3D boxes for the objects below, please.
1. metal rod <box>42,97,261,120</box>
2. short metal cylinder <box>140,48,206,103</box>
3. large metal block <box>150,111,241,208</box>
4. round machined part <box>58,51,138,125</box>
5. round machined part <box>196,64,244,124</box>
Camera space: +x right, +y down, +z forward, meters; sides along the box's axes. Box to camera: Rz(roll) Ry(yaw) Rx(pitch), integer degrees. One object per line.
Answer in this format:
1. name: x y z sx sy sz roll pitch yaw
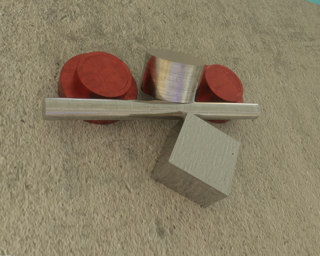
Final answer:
1. metal rod: 0.011 -0.023 0.398 0.303 0.025 0.025 -1 62 -29
2. short metal cylinder: 0.016 -0.072 0.418 0.081 0.050 0.080 11 23 -4
3. large metal block: 0.046 0.040 0.387 0.080 0.050 0.080 31 52 -9
4. round machined part: -0.074 -0.056 0.388 0.099 0.042 0.098 14 56 -21
5. round machined part: 0.088 -0.059 0.478 0.099 0.042 0.098 14 56 -21
